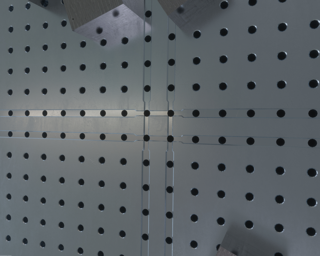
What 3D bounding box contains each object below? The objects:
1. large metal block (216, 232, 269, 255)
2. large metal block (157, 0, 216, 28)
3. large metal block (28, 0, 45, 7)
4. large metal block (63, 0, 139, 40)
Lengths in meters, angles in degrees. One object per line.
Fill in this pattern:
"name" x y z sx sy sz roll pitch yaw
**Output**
"large metal block" 0.095 0.186 0.366 0.080 0.050 0.080 26 98 18
"large metal block" 0.029 -0.189 0.389 0.080 0.050 0.080 -34 79 17
"large metal block" -0.210 -0.246 0.474 0.080 0.050 0.080 32 100 17
"large metal block" -0.086 -0.181 0.430 0.080 0.050 0.080 -20 83 19
